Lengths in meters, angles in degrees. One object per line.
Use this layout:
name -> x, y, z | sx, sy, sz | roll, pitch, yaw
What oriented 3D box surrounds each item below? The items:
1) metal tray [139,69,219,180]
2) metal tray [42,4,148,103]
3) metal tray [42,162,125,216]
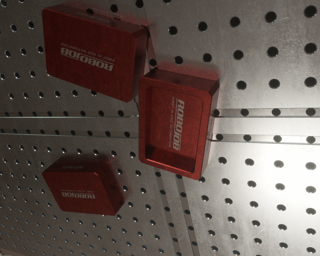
metal tray -> 0.020, -0.002, 0.394 | 0.090, 0.030, 0.129 | 15, 125, 19
metal tray -> -0.084, -0.095, 0.392 | 0.130, 0.030, 0.089 | 20, 126, 15
metal tray -> -0.135, 0.106, 0.543 | 0.130, 0.030, 0.090 | -5, 116, 30
